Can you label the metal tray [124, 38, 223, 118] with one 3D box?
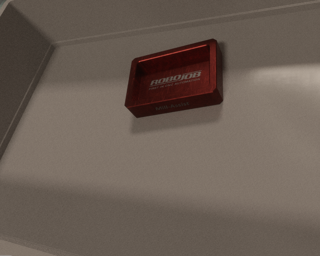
[{"bbox_3d":[0.019,-0.068,0.432,0.130,0.030,0.090,-8,58,23],"label":"metal tray"}]
